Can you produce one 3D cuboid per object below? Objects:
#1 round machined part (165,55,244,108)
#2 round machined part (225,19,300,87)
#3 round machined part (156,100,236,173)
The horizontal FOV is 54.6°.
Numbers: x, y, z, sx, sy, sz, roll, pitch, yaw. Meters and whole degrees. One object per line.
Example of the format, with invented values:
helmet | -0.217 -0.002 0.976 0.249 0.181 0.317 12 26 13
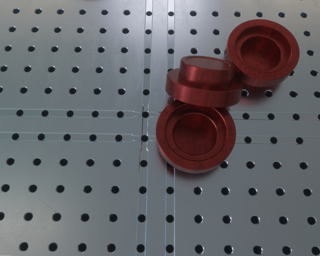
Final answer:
round machined part | 0.058 -0.064 0.397 0.099 0.042 0.098 6 26 -2
round machined part | 0.140 -0.101 0.441 0.099 0.042 0.098 0 70 0
round machined part | 0.044 0.011 0.399 0.099 0.042 0.098 0 70 0
